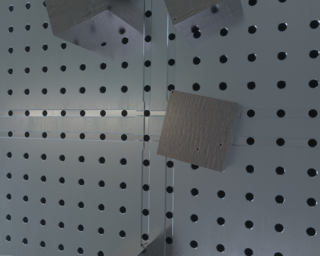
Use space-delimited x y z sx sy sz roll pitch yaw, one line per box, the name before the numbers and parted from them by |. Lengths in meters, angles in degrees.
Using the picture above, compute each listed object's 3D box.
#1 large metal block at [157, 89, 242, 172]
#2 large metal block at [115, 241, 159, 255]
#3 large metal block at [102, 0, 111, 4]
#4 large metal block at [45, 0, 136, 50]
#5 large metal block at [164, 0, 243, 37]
large metal block | 0.050 0.002 0.382 0.080 0.050 0.080 14 95 19
large metal block | -0.047 0.197 0.401 0.080 0.080 0.050 -28 81 18
large metal block | -0.076 -0.237 0.427 0.080 0.050 0.080 -36 79 16
large metal block | -0.090 -0.151 0.416 0.080 0.080 0.050 -18 84 19
large metal block | 0.047 -0.173 0.383 0.080 0.050 0.080 -22 83 18
